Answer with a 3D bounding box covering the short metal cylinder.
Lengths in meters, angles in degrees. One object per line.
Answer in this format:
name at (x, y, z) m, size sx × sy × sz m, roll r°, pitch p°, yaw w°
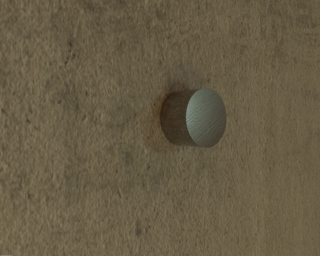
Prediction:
short metal cylinder at (0.047, -0.014, 0.430) m, size 0.081 × 0.050 × 0.079 m, roll 0°, pitch 90°, yaw -40°
